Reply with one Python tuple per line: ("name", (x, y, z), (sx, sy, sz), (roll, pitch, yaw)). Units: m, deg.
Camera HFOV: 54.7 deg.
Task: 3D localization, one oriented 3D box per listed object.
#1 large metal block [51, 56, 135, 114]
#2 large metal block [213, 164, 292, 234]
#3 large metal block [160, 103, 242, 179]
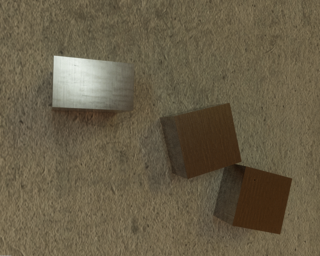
("large metal block", (-0.079, -0.044, 0.350), (0.081, 0.080, 0.050), (2, 90, -20))
("large metal block", (0.132, 0.099, 0.444), (0.081, 0.050, 0.080), (16, 85, -19))
("large metal block", (0.054, 0.015, 0.415), (0.081, 0.050, 0.080), (-14, 95, -20))
